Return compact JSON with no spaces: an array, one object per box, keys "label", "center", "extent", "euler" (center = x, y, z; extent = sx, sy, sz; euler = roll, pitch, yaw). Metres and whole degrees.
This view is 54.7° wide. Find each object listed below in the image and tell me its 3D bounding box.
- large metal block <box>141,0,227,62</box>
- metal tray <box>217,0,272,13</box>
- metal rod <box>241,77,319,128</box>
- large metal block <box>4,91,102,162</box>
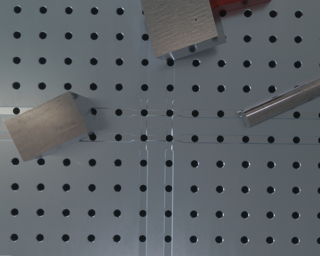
[{"label":"large metal block","center":[0.030,-0.136,0.387],"extent":[0.080,0.050,0.080],"euler":[-14,90,23]},{"label":"metal tray","center":[0.098,-0.228,0.411],"extent":[0.090,0.030,0.129],"euler":[-14,90,0]},{"label":"metal rod","center":[0.252,-0.072,0.414],"extent":[0.301,0.025,0.025],"euler":[-24,90,0]},{"label":"large metal block","center":[-0.126,-0.002,0.385],"extent":[0.080,0.080,0.050],"euler":[-26,90,0]}]
